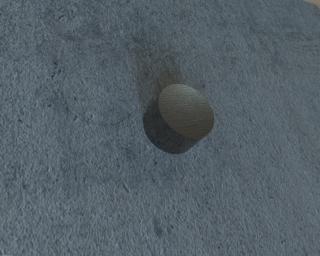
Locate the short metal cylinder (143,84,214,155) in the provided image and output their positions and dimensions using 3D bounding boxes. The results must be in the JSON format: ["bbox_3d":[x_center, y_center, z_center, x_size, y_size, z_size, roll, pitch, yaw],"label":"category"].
[{"bbox_3d":[0.024,-0.011,0.411,0.081,0.050,0.080,14,56,-21],"label":"short metal cylinder"}]
